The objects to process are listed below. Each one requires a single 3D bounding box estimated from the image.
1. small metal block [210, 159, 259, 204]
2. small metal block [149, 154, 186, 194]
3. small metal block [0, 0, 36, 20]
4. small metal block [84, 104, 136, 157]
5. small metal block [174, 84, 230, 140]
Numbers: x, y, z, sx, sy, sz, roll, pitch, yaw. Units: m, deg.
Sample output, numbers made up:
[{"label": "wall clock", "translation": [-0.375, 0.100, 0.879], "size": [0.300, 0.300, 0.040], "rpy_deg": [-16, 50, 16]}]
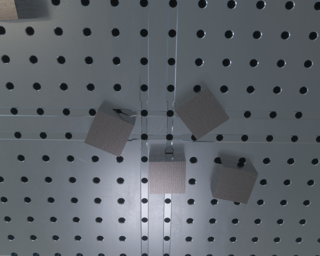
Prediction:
[{"label": "small metal block", "translation": [0.105, 0.076, 0.442], "size": [0.050, 0.025, 0.050], "rpy_deg": [12, 110, -5]}, {"label": "small metal block", "translation": [0.010, 0.064, 0.437], "size": [0.050, 0.025, 0.050], "rpy_deg": [-1, 110, 0]}, {"label": "small metal block", "translation": [-0.177, -0.134, 0.349], "size": [0.050, 0.050, 0.025], "rpy_deg": [-4, 110, 1]}, {"label": "small metal block", "translation": [-0.066, 0.004, 0.414], "size": [0.050, 0.025, 0.050], "rpy_deg": [24, 108, -9]}, {"label": "small metal block", "translation": [0.054, -0.021, 0.406], "size": [0.050, 0.025, 0.050], "rpy_deg": [-35, 107, 12]}]
